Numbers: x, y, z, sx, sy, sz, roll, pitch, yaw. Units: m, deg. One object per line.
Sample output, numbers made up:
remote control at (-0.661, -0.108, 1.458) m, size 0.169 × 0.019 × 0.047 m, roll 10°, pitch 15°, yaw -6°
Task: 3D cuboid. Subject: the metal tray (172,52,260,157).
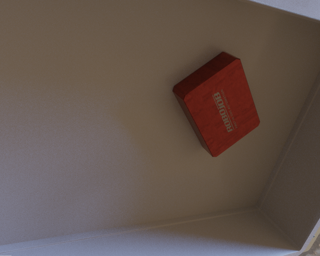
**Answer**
metal tray at (0.084, -0.029, 0.436) m, size 0.090 × 0.030 × 0.130 m, roll -36°, pitch 130°, yaw -5°
